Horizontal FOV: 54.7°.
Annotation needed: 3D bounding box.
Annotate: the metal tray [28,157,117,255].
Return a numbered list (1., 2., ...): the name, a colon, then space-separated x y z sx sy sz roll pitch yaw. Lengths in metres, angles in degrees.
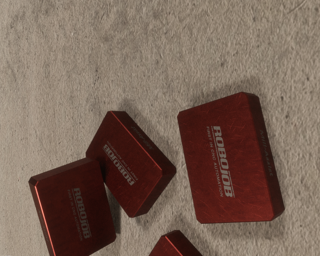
1. metal tray: -0.119 0.116 0.434 0.030 0.091 0.129 6 110 51

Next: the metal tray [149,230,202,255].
1. metal tray: 0.013 0.207 0.389 0.090 0.030 0.129 42 115 31

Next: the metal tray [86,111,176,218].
1. metal tray: -0.046 0.048 0.438 0.130 0.030 0.089 47 117 29

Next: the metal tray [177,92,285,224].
1. metal tray: 0.073 0.035 0.340 0.090 0.030 0.129 -17 79 38
